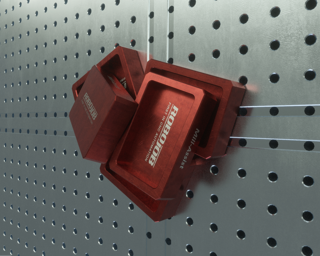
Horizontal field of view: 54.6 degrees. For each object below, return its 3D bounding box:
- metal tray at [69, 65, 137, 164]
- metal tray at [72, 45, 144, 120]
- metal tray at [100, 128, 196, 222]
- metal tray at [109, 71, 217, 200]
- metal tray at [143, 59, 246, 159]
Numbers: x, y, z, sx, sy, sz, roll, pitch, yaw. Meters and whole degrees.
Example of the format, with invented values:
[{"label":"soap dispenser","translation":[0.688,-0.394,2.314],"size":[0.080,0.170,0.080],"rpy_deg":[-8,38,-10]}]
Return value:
[{"label":"metal tray","translation":[-0.084,-0.023,0.423],"size":[0.090,0.030,0.130],"rpy_deg":[-60,34,14]},{"label":"metal tray","translation":[-0.078,-0.052,0.472],"size":[0.130,0.030,0.090],"rpy_deg":[-28,72,37]},{"label":"metal tray","translation":[-0.023,0.053,0.426],"size":[0.130,0.030,0.089],"rpy_deg":[33,110,35]},{"label":"metal tray","translation":[0.000,0.007,0.366],"size":[0.090,0.030,0.129],"rpy_deg":[26,94,37]},{"label":"metal tray","translation":[0.029,-0.027,0.382],"size":[0.130,0.030,0.089],"rpy_deg":[25,105,38]}]
